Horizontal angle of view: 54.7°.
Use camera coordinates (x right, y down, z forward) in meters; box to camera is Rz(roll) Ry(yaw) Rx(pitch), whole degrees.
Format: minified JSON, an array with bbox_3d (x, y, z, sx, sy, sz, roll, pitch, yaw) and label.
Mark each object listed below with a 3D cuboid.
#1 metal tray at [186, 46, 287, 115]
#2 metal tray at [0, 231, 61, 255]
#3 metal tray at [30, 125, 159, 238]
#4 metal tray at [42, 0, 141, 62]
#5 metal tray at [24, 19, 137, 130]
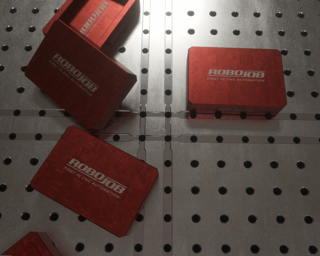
[{"bbox_3d":[0.104,-0.066,0.435,0.131,0.030,0.090,2,70,0],"label":"metal tray"},{"bbox_3d":[-0.163,0.190,0.337,0.130,0.030,0.090,-39,75,-13],"label":"metal tray"},{"bbox_3d":[-0.078,0.065,0.385,0.130,0.030,0.090,27,72,9],"label":"metal tray"},{"bbox_3d":[-0.100,-0.165,0.468,0.090,0.030,0.130,28,72,9],"label":"metal tray"},{"bbox_3d":[-0.107,-0.070,0.412,0.130,0.030,0.090,39,102,12],"label":"metal tray"}]
